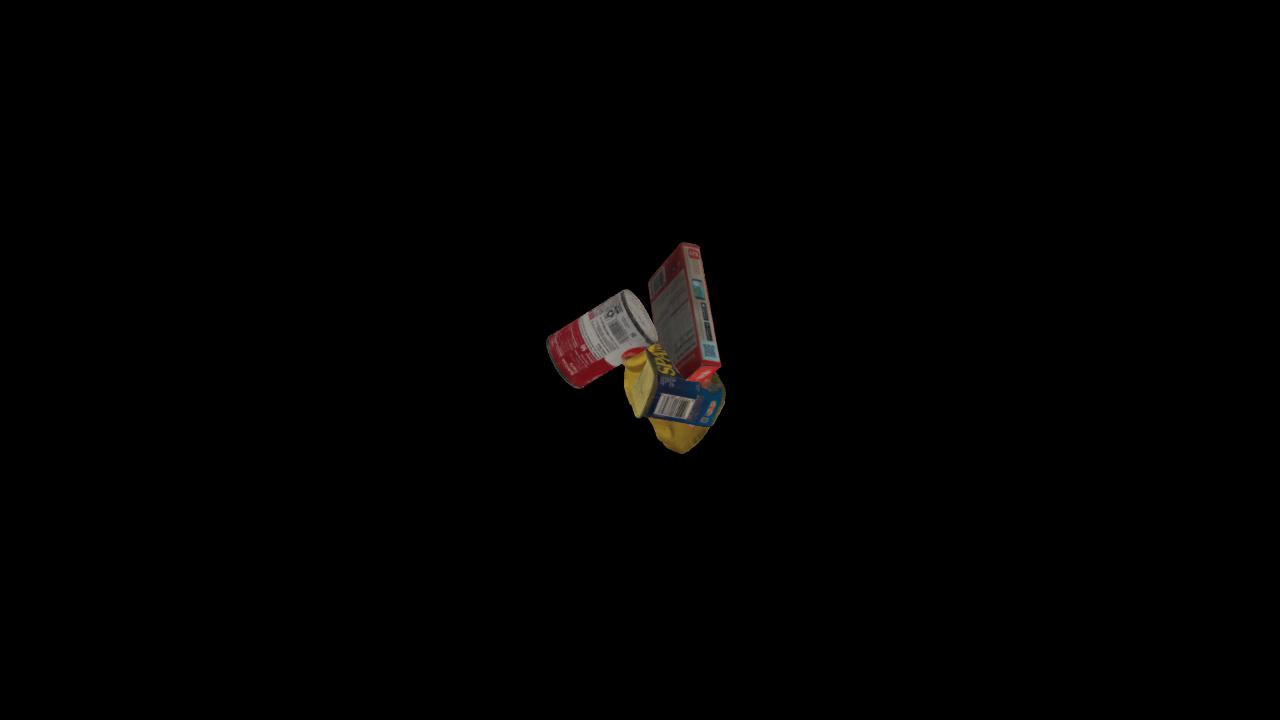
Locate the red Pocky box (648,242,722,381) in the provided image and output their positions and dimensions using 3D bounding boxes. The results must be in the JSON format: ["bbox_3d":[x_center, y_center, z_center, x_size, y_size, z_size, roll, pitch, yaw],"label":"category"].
[{"bbox_3d":[0.046,-0.042,0.672,0.028,0.155,0.083,9,-31,-27],"label":"red Pocky box"}]

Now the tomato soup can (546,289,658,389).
[{"bbox_3d":[-0.039,-0.023,0.653,0.101,0.068,0.068,-31,-9,16],"label":"tomato soup can"}]

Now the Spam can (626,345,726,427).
[{"bbox_3d":[0.036,0.026,0.669,0.085,0.058,0.101,12,27,-18],"label":"Spam can"}]

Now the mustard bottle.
[{"bbox_3d":[0.027,0.029,0.714,0.054,0.092,0.184,24,-20,43],"label":"mustard bottle"}]
